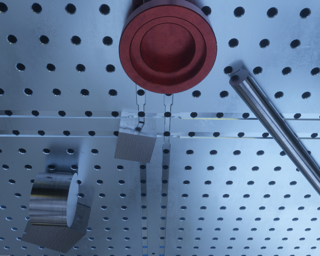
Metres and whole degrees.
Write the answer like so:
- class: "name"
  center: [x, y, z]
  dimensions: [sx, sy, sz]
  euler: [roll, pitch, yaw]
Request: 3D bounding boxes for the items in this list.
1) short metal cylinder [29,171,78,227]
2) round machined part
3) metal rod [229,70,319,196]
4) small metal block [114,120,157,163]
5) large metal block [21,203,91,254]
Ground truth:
- class: "short metal cylinder"
  center: [-0.156, 0.106, 0.463]
  dimensions: [0.050, 0.080, 0.079]
  euler: [4, 130, -4]
- class: "round machined part"
  center: [0.008, -0.088, 0.326]
  dimensions: [0.099, 0.042, 0.097]
  euler: [-1, 130, 0]
- class: "metal rod"
  center: [0.188, 0.028, 0.438]
  dimensions: [0.025, 0.025, 0.300]
  euler: [-33, 124, 24]
- class: "small metal block"
  center: [-0.034, 0.020, 0.428]
  dimensions: [0.050, 0.025, 0.050]
  euler: [9, 130, -8]
- class: "large metal block"
  center: [-0.178, 0.165, 0.533]
  dimensions: [0.080, 0.050, 0.080]
  euler: [28, 125, -22]
